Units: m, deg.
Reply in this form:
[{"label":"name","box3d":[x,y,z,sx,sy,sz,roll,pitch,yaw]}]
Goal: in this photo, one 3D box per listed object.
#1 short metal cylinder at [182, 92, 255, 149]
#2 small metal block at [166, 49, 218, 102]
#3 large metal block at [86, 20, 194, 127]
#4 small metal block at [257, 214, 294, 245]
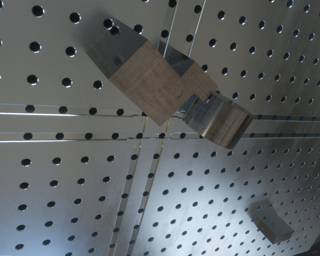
[{"label":"short metal cylinder","box3d":[0.077,-0.015,0.410,0.080,0.080,0.050,19,108,-36]},{"label":"small metal block","box3d":[0.035,-0.064,0.376,0.025,0.050,0.050,-48,129,5]},{"label":"large metal block","box3d":[-0.022,-0.058,0.329,0.050,0.080,0.080,-45,130,3]},{"label":"small metal block","box3d":[0.250,0.219,0.671,0.050,0.050,0.025,-5,121,-26]}]
